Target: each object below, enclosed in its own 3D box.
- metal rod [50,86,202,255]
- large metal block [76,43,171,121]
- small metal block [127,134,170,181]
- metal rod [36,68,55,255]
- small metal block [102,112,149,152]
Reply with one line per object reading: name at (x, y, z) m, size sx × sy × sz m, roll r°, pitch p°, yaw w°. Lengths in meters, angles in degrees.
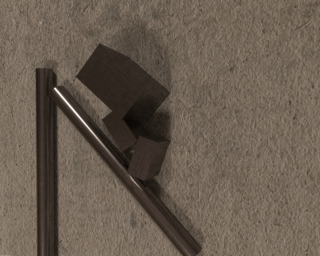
metal rod at (-0.054, 0.053, 0.426) m, size 0.025 × 0.025 × 0.300 m, roll -46°, pitch 76°, yaw 14°
large metal block at (-0.043, -0.055, 0.394) m, size 0.080 × 0.080 × 0.050 m, roll 42°, pitch 103°, yaw 15°
small metal block at (-0.013, 0.037, 0.400) m, size 0.025 × 0.050 × 0.050 m, roll 20°, pitch 97°, yaw 18°
metal rod at (-0.173, 0.061, 0.468) m, size 0.025 × 0.025 × 0.298 m, roll -1°, pitch 90°, yaw 19°
small metal block at (-0.042, 0.002, 0.410) m, size 0.025 × 0.050 × 0.050 m, roll -37°, pitch 79°, yaw 16°
